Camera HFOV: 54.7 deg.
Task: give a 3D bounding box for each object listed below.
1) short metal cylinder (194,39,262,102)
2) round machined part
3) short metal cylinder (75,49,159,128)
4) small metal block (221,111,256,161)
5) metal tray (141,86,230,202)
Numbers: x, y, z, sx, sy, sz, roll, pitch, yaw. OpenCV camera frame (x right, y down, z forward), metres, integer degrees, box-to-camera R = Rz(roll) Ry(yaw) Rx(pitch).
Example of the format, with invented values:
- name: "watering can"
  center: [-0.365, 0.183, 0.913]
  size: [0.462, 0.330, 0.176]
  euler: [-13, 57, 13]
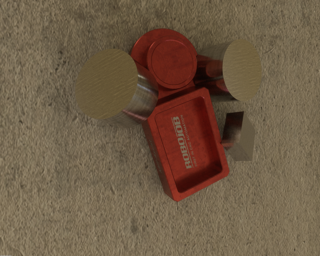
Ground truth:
- name: "short metal cylinder"
  center: [0.092, -0.075, 0.420]
  size: [0.081, 0.050, 0.079]
  euler: [-2, 93, -38]
- name: "round machined part"
  center: [0.009, -0.082, 0.405]
  size: [0.099, 0.042, 0.097]
  euler: [0, 90, -20]
- name: "short metal cylinder"
  center: [-0.049, -0.043, 0.356]
  size: [0.050, 0.080, 0.080]
  euler: [26, 78, -63]
- name: "small metal block"
  center: [0.111, 0.012, 0.433]
  size: [0.050, 0.025, 0.050]
  euler: [47, 49, -41]
- name: "metal tray"
  center: [0.034, 0.020, 0.408]
  size: [0.091, 0.030, 0.129]
  euler: [-23, 107, -19]
